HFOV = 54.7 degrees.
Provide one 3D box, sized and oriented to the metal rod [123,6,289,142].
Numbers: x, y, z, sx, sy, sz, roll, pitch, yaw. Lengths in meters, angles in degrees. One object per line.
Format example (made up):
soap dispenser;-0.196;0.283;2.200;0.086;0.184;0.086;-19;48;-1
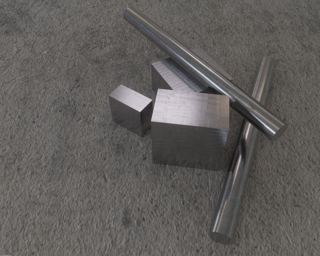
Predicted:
metal rod;0.041;-0.088;0.412;0.025;0.025;0.300;-29;56;-22

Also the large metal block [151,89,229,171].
large metal block;0.034;0.004;0.365;0.080;0.080;0.050;6;51;5

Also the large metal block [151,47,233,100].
large metal block;0.042;-0.061;0.439;0.081;0.050;0.080;-23;54;-18

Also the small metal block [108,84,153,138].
small metal block;-0.037;-0.022;0.405;0.050;0.050;0.025;28;56;21

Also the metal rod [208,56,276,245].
metal rod;0.116;0.004;0.400;0.025;0.025;0.301;17;52;13
